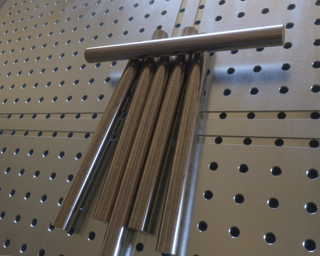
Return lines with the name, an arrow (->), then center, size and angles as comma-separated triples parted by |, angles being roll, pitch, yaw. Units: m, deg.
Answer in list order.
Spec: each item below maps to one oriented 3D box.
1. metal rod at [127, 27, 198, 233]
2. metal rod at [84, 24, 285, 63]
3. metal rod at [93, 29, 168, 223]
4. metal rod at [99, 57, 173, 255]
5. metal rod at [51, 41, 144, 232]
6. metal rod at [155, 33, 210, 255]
metal rod -> 0.011, -0.015, 0.414 | 0.025, 0.025, 0.300 | 1, 62, 29
metal rod -> 0.015, -0.115, 0.439 | 0.300, 0.025, 0.025 | 2, 63, 29
metal rod -> -0.034, -0.019, 0.439 | 0.025, 0.025, 0.300 | 1, 62, 29
metal rod -> -0.025, 0.031, 0.404 | 0.025, 0.025, 0.300 | 1, 62, 29
metal rod -> -0.077, -0.003, 0.450 | 0.025, 0.025, 0.300 | 8, 65, 31
metal rod -> 0.036, 0.000, 0.391 | 0.025, 0.025, 0.300 | -2, 60, 27
